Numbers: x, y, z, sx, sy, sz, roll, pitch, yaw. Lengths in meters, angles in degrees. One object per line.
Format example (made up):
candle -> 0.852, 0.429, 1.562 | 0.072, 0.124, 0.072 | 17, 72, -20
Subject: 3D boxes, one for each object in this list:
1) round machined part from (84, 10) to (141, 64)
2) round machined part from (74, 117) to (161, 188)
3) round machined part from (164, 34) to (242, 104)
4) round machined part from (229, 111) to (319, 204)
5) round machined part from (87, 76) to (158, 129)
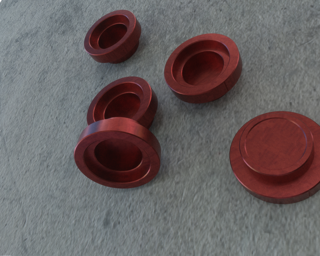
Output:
round machined part -> -0.075, -0.147, 0.521 | 0.098, 0.042, 0.098 | -13, 56, 20
round machined part -> -0.048, 0.025, 0.368 | 0.098, 0.098, 0.042 | -17, 38, 18
round machined part -> 0.059, -0.073, 0.406 | 0.098, 0.042, 0.098 | -13, 56, 20
round machined part -> 0.119, 0.024, 0.315 | 0.098, 0.042, 0.098 | -13, 56, 20
round machined part -> -0.047, -0.020, 0.425 | 0.098, 0.042, 0.098 | -15, 51, 19
